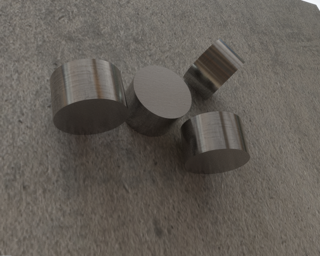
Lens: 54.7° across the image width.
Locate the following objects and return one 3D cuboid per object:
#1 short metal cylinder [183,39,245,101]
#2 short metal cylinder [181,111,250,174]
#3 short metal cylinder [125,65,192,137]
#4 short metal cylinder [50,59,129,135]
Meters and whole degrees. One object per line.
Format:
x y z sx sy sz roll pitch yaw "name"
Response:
0.081 -0.087 0.468 0.050 0.080 0.080 45 51 2 "short metal cylinder"
0.069 0.021 0.395 0.081 0.080 0.050 9 58 -24 "short metal cylinder"
-0.006 -0.035 0.407 0.081 0.050 0.080 14 56 -21 "short metal cylinder"
-0.079 -0.032 0.347 0.081 0.080 0.050 0 62 -29 "short metal cylinder"
